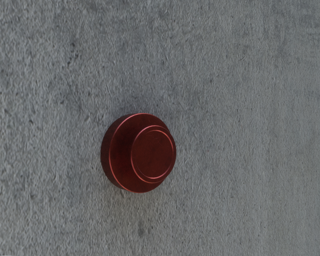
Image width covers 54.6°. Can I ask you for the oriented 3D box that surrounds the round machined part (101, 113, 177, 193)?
[{"bbox_3d":[-0.018,0.030,0.377,0.099,0.042,0.097,0,90,-40],"label":"round machined part"}]
